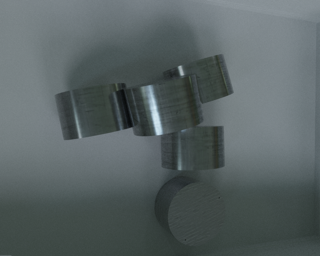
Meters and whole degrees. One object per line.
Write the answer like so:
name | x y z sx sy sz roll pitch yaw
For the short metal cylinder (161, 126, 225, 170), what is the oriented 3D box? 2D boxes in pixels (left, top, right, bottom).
short metal cylinder | 0.042 0.023 0.396 0.081 0.080 0.050 -2 91 -20

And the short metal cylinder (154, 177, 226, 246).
short metal cylinder | 0.039 0.108 0.412 0.081 0.050 0.080 0 90 -20

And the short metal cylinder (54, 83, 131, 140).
short metal cylinder | -0.074 -0.019 0.354 0.081 0.080 0.050 -12 94 -20

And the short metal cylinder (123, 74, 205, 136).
short metal cylinder | 0.005 -0.027 0.339 0.081 0.080 0.050 -16 101 -19

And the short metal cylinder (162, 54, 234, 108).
short metal cylinder | 0.049 -0.059 0.399 0.081 0.080 0.050 -19 97 -19
